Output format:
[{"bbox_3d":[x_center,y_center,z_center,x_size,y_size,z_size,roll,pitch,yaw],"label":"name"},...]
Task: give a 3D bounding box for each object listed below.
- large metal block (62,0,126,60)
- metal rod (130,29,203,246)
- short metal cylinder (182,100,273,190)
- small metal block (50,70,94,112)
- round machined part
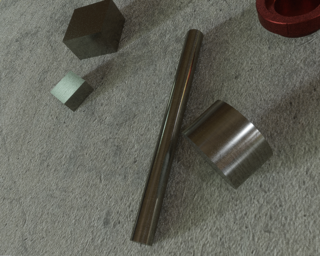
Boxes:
[{"bbox_3d":[-0.116,-0.175,0.554,0.080,0.050,0.080,-5,59,25],"label":"large metal block"},{"bbox_3d":[0.016,-0.006,0.398,0.025,0.025,0.300,1,62,28],"label":"metal rod"},{"bbox_3d":[0.068,0.017,0.322,0.050,0.080,0.080,-43,51,-1],"label":"short metal cylinder"},{"bbox_3d":[-0.147,-0.062,0.517,0.050,0.025,0.050,34,81,38],"label":"small metal block"},{"bbox_3d":[0.176,-0.155,0.395,0.098,0.042,0.098,-13,56,20],"label":"round machined part"}]
